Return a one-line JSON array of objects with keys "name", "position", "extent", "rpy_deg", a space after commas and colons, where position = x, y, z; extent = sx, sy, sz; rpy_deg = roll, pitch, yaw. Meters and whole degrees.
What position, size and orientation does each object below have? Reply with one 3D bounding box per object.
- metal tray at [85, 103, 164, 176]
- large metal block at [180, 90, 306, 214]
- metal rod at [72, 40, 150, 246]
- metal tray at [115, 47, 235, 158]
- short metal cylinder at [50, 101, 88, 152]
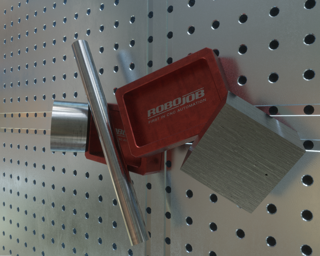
[{"name": "metal tray", "position": [-0.055, 0.011, 0.451], "extent": [0.130, 0.030, 0.089], "rpy_deg": [9, 96, 39]}, {"name": "large metal block", "position": [0.078, 0.022, 0.305], "extent": [0.080, 0.050, 0.080], "rpy_deg": [32, 114, 2]}, {"name": "metal rod", "position": [-0.073, 0.009, 0.430], "extent": [0.025, 0.025, 0.299], "rpy_deg": [-31, 71, 35]}, {"name": "metal tray", "position": [0.017, -0.026, 0.367], "extent": [0.130, 0.030, 0.090], "rpy_deg": [-22, 76, 20]}, {"name": "short metal cylinder", "position": [-0.142, -0.002, 0.487], "extent": [0.080, 0.050, 0.080], "rpy_deg": [-176, 89, -75]}]
